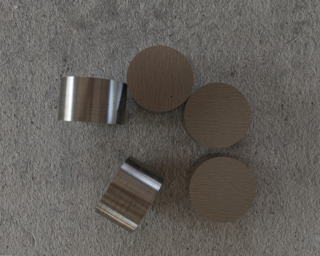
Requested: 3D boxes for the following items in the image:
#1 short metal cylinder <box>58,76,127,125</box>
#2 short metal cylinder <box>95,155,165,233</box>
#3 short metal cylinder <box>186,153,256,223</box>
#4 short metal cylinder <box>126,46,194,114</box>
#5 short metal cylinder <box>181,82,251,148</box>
[{"bbox_3d":[-0.082,-0.032,0.382,0.080,0.080,0.050,4,90,0],"label":"short metal cylinder"},{"bbox_3d":[-0.037,0.080,0.382,0.050,0.080,0.080,31,90,0],"label":"short metal cylinder"},{"bbox_3d":[0.075,0.074,0.398,0.081,0.050,0.080,0,90,0],"label":"short metal cylinder"},{"bbox_3d":[-0.001,-0.059,0.396,0.081,0.050,0.080,0,89,-3],"label":"short metal cylinder"},{"bbox_3d":[0.069,-0.015,0.398,0.081,0.050,0.080,0,90,0],"label":"short metal cylinder"}]
